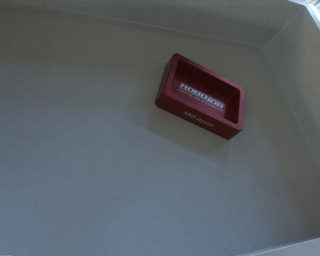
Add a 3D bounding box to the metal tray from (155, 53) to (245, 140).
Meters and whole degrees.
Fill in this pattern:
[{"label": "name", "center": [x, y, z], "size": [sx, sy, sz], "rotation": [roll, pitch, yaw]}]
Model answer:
[{"label": "metal tray", "center": [0.064, -0.048, 0.467], "size": [0.131, 0.030, 0.090], "rotation": [24, 53, -14]}]
